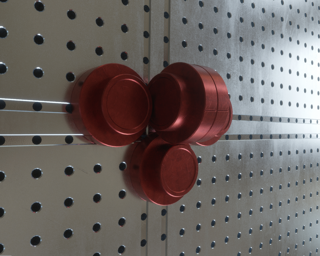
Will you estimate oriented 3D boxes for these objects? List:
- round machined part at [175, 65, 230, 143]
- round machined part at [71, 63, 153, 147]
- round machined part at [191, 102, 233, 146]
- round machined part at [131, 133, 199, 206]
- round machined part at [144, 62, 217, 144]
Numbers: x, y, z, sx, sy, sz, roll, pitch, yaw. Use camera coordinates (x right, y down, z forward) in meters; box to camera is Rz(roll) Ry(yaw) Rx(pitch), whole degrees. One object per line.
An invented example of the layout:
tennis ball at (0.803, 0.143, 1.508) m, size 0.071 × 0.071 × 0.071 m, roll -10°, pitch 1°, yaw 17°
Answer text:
round machined part at (0.050, -0.030, 0.398) m, size 0.042 × 0.098 × 0.097 m, roll -1°, pitch 91°, yaw -40°
round machined part at (-0.048, -0.026, 0.359) m, size 0.099 × 0.042 × 0.097 m, roll 0°, pitch 90°, yaw -40°
round machined part at (0.070, -0.022, 0.459) m, size 0.099 × 0.042 × 0.097 m, roll 0°, pitch 90°, yaw -40°
round machined part at (0.013, 0.054, 0.411) m, size 0.099 × 0.042 × 0.097 m, roll 0°, pitch 90°, yaw -40°
round machined part at (0.017, -0.030, 0.369) m, size 0.042 × 0.098 × 0.097 m, roll 2°, pitch 89°, yaw -40°
